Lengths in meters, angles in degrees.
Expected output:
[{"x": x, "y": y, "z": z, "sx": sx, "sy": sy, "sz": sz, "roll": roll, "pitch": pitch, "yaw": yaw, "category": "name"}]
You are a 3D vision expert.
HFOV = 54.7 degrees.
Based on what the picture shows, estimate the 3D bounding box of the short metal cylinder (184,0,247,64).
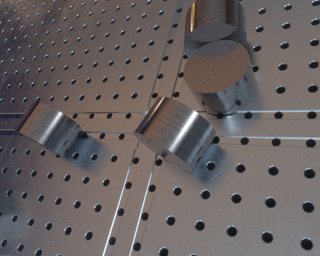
[{"x": 0.073, "y": -0.126, "z": 0.411, "sx": 0.080, "sy": 0.080, "sz": 0.050, "roll": -8, "pitch": 58, "yaw": 23, "category": "short metal cylinder"}]

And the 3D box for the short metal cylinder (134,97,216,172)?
[{"x": 0.017, "y": 0.008, "z": 0.358, "sx": 0.080, "sy": 0.080, "sz": 0.050, "roll": 25, "pitch": 76, "yaw": 36, "category": "short metal cylinder"}]

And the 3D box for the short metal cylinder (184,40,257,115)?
[{"x": 0.076, "y": -0.063, "z": 0.390, "sx": 0.080, "sy": 0.050, "sz": 0.080, "roll": -13, "pitch": 56, "yaw": 20, "category": "short metal cylinder"}]

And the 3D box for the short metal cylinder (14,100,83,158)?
[{"x": -0.162, "y": 0.002, "z": 0.454, "sx": 0.080, "sy": 0.080, "sz": 0.050, "roll": 19, "pitch": 72, "yaw": 35, "category": "short metal cylinder"}]
